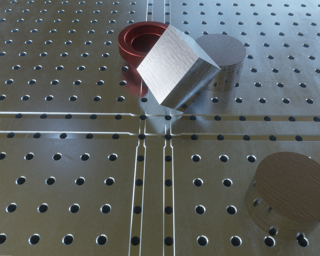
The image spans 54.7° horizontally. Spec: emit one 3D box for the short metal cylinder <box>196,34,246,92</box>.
[{"bbox_3d":[0.087,-0.101,0.478,0.081,0.050,0.080,0,50,0],"label":"short metal cylinder"}]

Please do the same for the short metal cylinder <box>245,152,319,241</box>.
[{"bbox_3d":[0.137,0.072,0.332,0.081,0.050,0.080,0,50,0],"label":"short metal cylinder"}]

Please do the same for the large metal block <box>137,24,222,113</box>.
[{"bbox_3d":[0.024,-0.082,0.432,0.050,0.080,0.080,15,35,-46],"label":"large metal block"}]

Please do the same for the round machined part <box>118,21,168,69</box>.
[{"bbox_3d":[-0.018,-0.129,0.505,0.099,0.042,0.098,0,50,0],"label":"round machined part"}]
